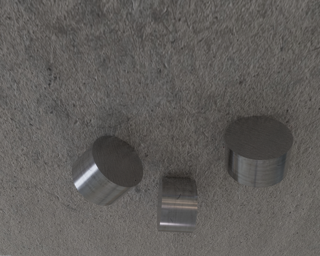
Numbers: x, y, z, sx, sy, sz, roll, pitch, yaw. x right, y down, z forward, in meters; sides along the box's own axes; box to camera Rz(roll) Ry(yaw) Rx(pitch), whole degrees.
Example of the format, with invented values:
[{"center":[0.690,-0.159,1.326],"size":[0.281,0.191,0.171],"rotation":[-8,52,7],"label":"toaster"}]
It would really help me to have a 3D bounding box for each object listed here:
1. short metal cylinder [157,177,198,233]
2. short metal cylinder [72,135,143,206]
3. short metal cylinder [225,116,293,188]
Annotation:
[{"center":[0.024,0.116,0.470],"size":[0.050,0.080,0.079],"rotation":[4,130,-4],"label":"short metal cylinder"},{"center":[-0.070,0.057,0.419],"size":[0.080,0.080,0.050],"rotation":[32,123,-25],"label":"short metal cylinder"},{"center":[0.124,0.029,0.397],"size":[0.080,0.080,0.050],"rotation":[-6,130,5],"label":"short metal cylinder"}]
